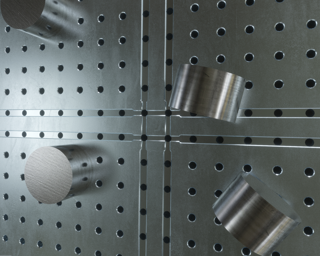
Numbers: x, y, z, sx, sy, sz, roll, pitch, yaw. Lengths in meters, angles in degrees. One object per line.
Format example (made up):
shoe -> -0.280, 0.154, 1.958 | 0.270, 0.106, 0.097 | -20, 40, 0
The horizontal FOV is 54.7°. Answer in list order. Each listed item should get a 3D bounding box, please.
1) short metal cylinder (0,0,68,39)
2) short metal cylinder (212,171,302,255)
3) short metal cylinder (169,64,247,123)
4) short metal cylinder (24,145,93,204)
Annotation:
short metal cylinder -> -0.187, -0.180, 0.464 | 0.080, 0.050, 0.079 | 0, 90, 19
short metal cylinder -> 0.106, 0.093, 0.346 | 0.080, 0.080, 0.050 | 40, 103, 15
short metal cylinder -> 0.055, -0.040, 0.364 | 0.080, 0.080, 0.050 | 16, 95, 19
short metal cylinder -> -0.146, 0.065, 0.449 | 0.080, 0.050, 0.079 | 0, 90, 19
